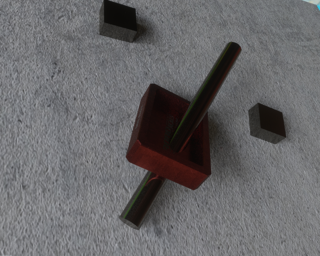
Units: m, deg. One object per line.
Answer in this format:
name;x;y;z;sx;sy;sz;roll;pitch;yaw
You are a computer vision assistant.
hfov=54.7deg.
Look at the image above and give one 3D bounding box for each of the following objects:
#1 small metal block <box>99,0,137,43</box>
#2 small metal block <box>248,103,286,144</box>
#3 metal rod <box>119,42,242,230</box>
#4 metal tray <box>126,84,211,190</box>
small metal block;-0.064;-0.162;0.469;0.050;0.025;0.050;8;58;-24
small metal block;0.174;-0.007;0.505;0.050;0.025;0.050;19;54;-18
metal rod;0.040;-0.010;0.398;0.025;0.025;0.301;36;61;-5
metal tray;0.015;0.005;0.382;0.090;0.030;0.130;26;35;-13
